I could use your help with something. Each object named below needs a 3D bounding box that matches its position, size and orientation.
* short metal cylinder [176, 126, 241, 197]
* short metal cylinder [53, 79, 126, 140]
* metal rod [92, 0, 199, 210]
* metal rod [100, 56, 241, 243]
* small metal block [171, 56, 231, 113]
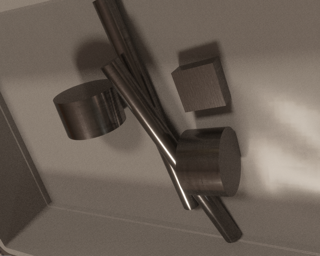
[{"bbox_3d":[0.059,0.040,0.366,0.050,0.080,0.080,-5,116,30],"label":"short metal cylinder"},{"bbox_3d":[-0.090,-0.026,0.403,0.080,0.080,0.050,-1,118,28],"label":"short metal cylinder"},{"bbox_3d":[-0.009,-0.018,0.401,0.025,0.025,0.299,-10,114,32],"label":"metal rod"},{"bbox_3d":[0.024,0.042,0.398,0.025,0.025,0.299,-20,115,35],"label":"metal rod"},{"bbox_3d":[0.047,-0.049,0.353,0.050,0.025,0.050,-9,114,31],"label":"small metal block"}]
